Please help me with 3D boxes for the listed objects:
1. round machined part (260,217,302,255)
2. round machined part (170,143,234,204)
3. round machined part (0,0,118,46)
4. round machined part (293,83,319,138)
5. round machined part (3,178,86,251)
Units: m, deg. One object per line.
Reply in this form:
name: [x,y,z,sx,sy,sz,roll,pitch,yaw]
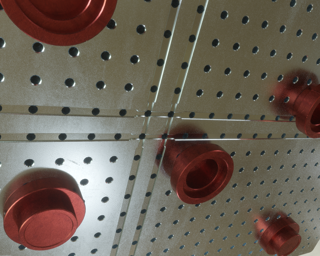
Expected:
round machined part: [0.283,0.257,0.712,0.099,0.042,0.097,-14,124,-21]
round machined part: [0.059,0.065,0.472,0.099,0.042,0.097,-14,124,-21]
round machined part: [-0.090,-0.126,0.273,0.099,0.042,0.097,-14,124,-21]
round machined part: [0.267,-0.035,0.523,0.099,0.042,0.097,-14,124,-21]
round machined part: [-0.143,0.115,0.393,0.099,0.042,0.097,-14,124,-21]
